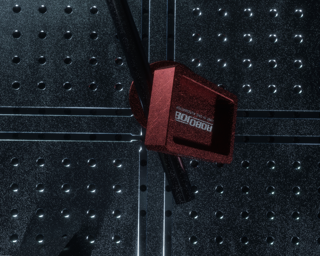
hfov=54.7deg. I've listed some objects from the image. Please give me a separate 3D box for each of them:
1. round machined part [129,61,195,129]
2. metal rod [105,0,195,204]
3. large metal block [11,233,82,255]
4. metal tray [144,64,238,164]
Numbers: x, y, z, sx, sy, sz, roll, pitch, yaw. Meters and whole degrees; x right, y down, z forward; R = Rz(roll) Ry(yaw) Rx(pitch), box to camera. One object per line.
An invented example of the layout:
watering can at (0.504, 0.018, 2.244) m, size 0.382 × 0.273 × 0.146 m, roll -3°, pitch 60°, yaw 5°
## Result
round machined part at (0.009, -0.040, 0.405) m, size 0.099 × 0.042 × 0.097 m, roll 0°, pitch 90°, yaw -1°
metal rod at (-0.018, -0.055, 0.370) m, size 0.025 × 0.025 × 0.299 m, roll -19°, pitch 90°, yaw 0°
large metal block at (-0.147, 0.179, 0.385) m, size 0.080 × 0.080 × 0.050 m, roll -15°, pitch 90°, yaw 0°
metal tray at (0.043, -0.010, 0.362) m, size 0.030 × 0.131 × 0.090 m, roll 0°, pitch 79°, yaw 43°
